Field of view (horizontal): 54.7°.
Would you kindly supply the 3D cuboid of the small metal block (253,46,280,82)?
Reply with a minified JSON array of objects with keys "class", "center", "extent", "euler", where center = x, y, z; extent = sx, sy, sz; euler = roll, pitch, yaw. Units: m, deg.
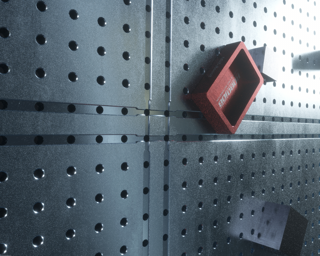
[{"class":"small metal block","center":[0.195,-0.116,0.572],"extent":[0.050,0.025,0.050],"euler":[16,80,-39]}]

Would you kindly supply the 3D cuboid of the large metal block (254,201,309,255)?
[{"class":"large metal block","center":[0.231,0.195,0.587],"extent":[0.080,0.050,0.080],"euler":[37,68,-34]}]

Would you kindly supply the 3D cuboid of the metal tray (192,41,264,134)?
[{"class":"metal tray","center":[0.113,-0.065,0.500],"extent":[0.090,0.030,0.130],"euler":[50,60,-28]}]
